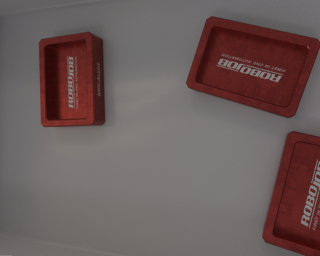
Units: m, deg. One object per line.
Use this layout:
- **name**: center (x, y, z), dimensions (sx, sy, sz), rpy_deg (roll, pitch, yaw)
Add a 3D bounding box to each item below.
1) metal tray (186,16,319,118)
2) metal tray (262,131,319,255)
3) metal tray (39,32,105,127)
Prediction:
- **metal tray**: center (0.107, -0.073, 0.369), dimensions (0.130, 0.030, 0.089), rpy_deg (20, 96, 18)
- **metal tray**: center (0.175, 0.075, 0.345), dimensions (0.090, 0.030, 0.129), rpy_deg (14, 95, 19)
- **metal tray**: center (-0.129, -0.067, 0.453), dimensions (0.090, 0.030, 0.129), rpy_deg (-2, 89, 20)
